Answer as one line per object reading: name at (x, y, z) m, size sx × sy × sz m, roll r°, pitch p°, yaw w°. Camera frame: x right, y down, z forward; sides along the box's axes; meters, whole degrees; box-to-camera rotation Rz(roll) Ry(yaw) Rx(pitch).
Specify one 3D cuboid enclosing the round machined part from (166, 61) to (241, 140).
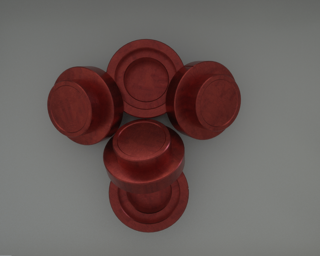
round machined part at (0.060, -0.033, 0.379) m, size 0.099 × 0.042 × 0.097 m, roll -7°, pitch 104°, yaw -29°

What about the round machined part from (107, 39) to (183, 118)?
round machined part at (-0.017, -0.061, 0.400) m, size 0.099 × 0.042 × 0.097 m, roll 0°, pitch 90°, yaw 0°

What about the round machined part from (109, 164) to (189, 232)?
round machined part at (-0.013, 0.080, 0.401) m, size 0.099 × 0.042 × 0.097 m, roll 0°, pitch 90°, yaw 0°

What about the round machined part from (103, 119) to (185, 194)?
round machined part at (-0.020, 0.026, 0.372) m, size 0.099 × 0.098 × 0.042 m, roll -6°, pitch 134°, yaw 0°

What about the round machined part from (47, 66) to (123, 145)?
round machined part at (-0.098, -0.026, 0.379) m, size 0.098 × 0.042 × 0.097 m, roll 6°, pitch 104°, yaw 26°
